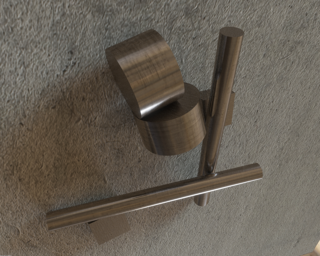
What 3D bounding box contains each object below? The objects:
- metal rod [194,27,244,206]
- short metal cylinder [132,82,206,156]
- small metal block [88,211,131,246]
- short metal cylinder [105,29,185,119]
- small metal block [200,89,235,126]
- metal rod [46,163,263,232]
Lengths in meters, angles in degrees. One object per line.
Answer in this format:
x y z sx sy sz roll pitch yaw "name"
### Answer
0.072 0.011 0.420 0.025 0.025 0.298 -17 135 -19 "metal rod"
0.012 -0.013 0.370 0.080 0.080 0.050 -26 128 -12 "short metal cylinder"
-0.075 0.135 0.449 0.050 0.025 0.050 -22 127 -15 "small metal block"
-0.017 -0.056 0.327 0.050 0.080 0.080 -28 128 -11 "short metal cylinder"
0.074 -0.026 0.431 0.050 0.025 0.050 -14 125 -21 "small metal block"
0.000 0.093 0.432 0.302 0.025 0.025 -11 124 -11 "metal rod"
